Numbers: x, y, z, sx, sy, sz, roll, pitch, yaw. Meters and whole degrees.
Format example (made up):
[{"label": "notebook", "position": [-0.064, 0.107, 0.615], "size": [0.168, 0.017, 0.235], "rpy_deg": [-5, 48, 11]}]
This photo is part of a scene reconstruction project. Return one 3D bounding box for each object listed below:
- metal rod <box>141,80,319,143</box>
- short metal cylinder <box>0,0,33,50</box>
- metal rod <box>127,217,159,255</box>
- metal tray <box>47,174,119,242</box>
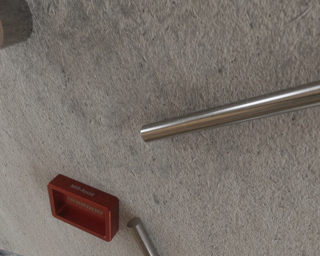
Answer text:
[{"label": "metal rod", "position": [0.104, -0.022, 0.337], "size": [0.300, 0.025, 0.025], "rpy_deg": [-14, 112, 33]}, {"label": "short metal cylinder", "position": [-0.220, -0.147, 0.413], "size": [0.080, 0.050, 0.079], "rpy_deg": [13, 124, 20]}, {"label": "metal rod", "position": [0.010, 0.290, 0.579], "size": [0.025, 0.025, 0.299], "rpy_deg": [-10, 114, 32]}, {"label": "metal tray", "position": [-0.139, 0.145, 0.563], "size": [0.130, 0.030, 0.089], "rpy_deg": [18, 125, 17]}]
